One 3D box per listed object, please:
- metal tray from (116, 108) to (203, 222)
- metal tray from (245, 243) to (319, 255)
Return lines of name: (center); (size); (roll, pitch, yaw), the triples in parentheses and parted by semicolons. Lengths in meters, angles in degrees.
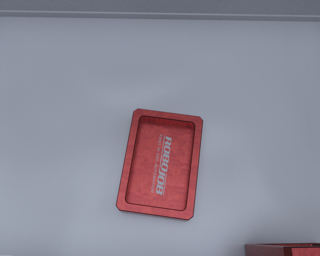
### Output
metal tray: (0.002, 0.045, 0.390); (0.091, 0.030, 0.130); (8, 70, 2)
metal tray: (0.147, 0.132, 0.308); (0.091, 0.130, 0.030); (-1, 70, -1)
